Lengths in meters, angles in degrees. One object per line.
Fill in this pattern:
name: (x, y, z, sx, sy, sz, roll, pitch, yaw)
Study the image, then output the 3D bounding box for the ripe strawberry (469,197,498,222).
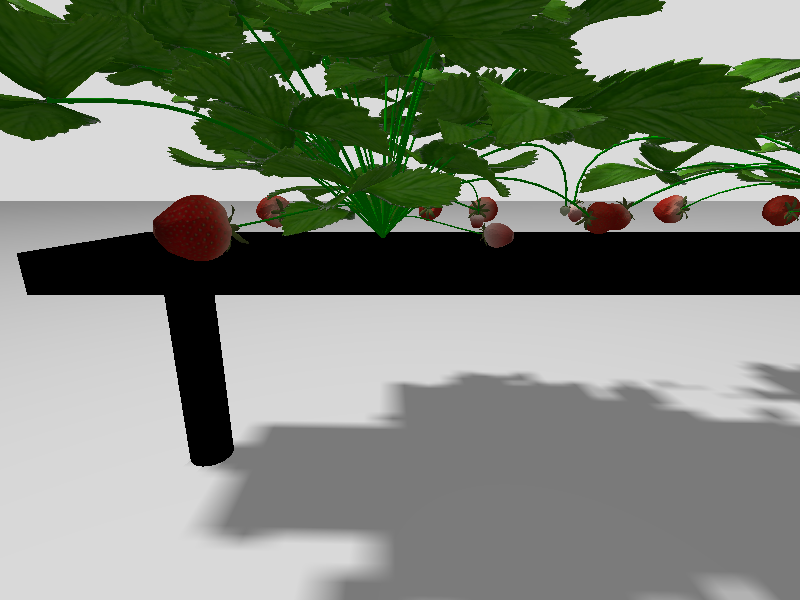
ripe strawberry: (0.108, -0.116, 0.510, 0.036, 0.031, 0.036, 11, 18, 34)

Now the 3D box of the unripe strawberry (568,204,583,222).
unripe strawberry: (0.227, -0.113, 0.518, 0.020, 0.024, 0.024, 13, 20, 39)

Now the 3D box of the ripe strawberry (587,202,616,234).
ripe strawberry: (0.193, -0.077, 0.380, 0.032, 0.031, 0.029, 2, 15, -11)

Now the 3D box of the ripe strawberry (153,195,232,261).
ripe strawberry: (-0.122, -0.041, 0.235, 0.037, 0.039, 0.040, 14, 21, 42)

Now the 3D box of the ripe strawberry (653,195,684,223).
ripe strawberry: (0.333, -0.112, 0.496, 0.030, 0.034, 0.032, -10, 12, -32)

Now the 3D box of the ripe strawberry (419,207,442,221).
ripe strawberry: (0.042, -0.125, 0.539, 0.031, 0.036, 0.034, 4, 15, 15)

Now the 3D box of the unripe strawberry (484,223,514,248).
unripe strawberry: (0.069, -0.045, 0.279, 0.020, 0.017, 0.020, 13, 20, 38)

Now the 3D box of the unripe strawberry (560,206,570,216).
unripe strawberry: (0.193, -0.104, 0.470, 0.011, 0.011, 0.011, -9, 18, -31)

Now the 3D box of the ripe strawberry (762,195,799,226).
ripe strawberry: (0.458, -0.108, 0.484, 0.034, 0.036, 0.037, 2, 15, 9)

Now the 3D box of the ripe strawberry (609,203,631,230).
ripe strawberry: (0.204, -0.078, 0.385, 0.028, 0.027, 0.030, -32, 7, 17)

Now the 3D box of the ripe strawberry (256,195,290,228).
ripe strawberry: (-0.138, -0.097, 0.437, 0.035, 0.034, 0.038, 11, 19, 37)

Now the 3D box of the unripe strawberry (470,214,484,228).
unripe strawberry: (0.084, -0.085, 0.434, 0.015, 0.015, 0.016, -14, 20, -41)
